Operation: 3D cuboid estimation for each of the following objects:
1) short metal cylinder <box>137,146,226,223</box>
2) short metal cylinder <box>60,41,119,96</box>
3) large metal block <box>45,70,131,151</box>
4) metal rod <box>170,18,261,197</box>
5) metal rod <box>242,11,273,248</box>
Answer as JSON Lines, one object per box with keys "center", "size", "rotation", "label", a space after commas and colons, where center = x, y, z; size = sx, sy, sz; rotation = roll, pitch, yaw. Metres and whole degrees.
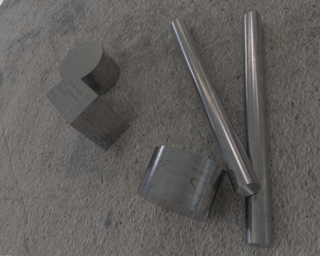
{"center": [0.022, 0.059, 0.321], "size": [0.080, 0.080, 0.050], "rotation": [10, 67, 32], "label": "short metal cylinder"}
{"center": [-0.114, -0.095, 0.506], "size": [0.080, 0.050, 0.080], "rotation": [-13, 56, 21], "label": "short metal cylinder"}
{"center": [-0.100, -0.024, 0.436], "size": [0.050, 0.080, 0.080], "rotation": [-46, 51, -4], "label": "large metal block"}
{"center": [0.056, -0.051, 0.389], "size": [0.025, 0.025, 0.300], "rotation": [-25, 48, 13], "label": "metal rod"}
{"center": [0.110, -0.022, 0.359], "size": [0.025, 0.025, 0.300], "rotation": [-7, 59, 25], "label": "metal rod"}
